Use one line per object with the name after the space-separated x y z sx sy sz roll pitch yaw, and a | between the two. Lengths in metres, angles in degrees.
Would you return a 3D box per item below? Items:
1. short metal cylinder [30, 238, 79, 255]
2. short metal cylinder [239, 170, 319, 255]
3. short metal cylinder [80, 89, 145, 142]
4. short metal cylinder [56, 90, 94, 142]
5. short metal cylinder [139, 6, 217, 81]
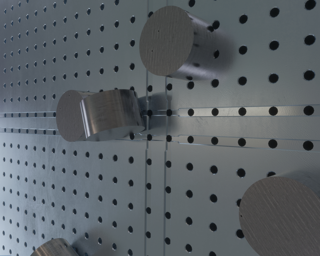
-0.176 0.234 0.519 0.050 0.081 0.079 32 110 35 | short metal cylinder
0.123 0.082 0.292 0.080 0.050 0.079 0 90 40 | short metal cylinder
-0.065 -0.016 0.428 0.080 0.081 0.050 -21 77 38 | short metal cylinder
-0.121 -0.019 0.493 0.080 0.050 0.079 0 90 40 | short metal cylinder
0.021 -0.100 0.375 0.080 0.050 0.079 0 90 40 | short metal cylinder
